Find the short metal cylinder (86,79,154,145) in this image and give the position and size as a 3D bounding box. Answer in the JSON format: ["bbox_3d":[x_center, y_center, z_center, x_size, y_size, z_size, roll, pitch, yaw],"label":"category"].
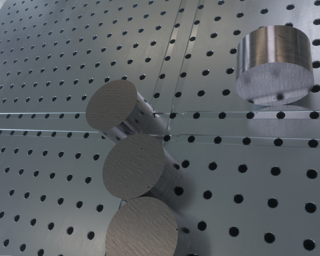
[{"bbox_3d":[-0.055,-0.021,0.434,0.080,0.050,0.080,-13,56,21],"label":"short metal cylinder"}]

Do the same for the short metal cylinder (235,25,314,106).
[{"bbox_3d":[0.127,-0.067,0.348,0.080,0.080,0.050,-5,60,25],"label":"short metal cylinder"}]

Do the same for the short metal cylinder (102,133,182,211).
[{"bbox_3d":[-0.021,0.053,0.370,0.080,0.050,0.080,-13,56,21],"label":"short metal cylinder"}]

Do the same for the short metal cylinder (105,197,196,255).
[{"bbox_3d":[-0.009,0.118,0.324,0.080,0.050,0.080,-13,56,21],"label":"short metal cylinder"}]
